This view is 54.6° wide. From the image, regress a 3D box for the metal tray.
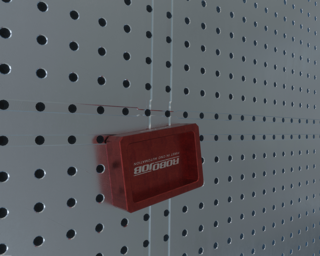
[{"bbox_3d":[-0.001,0.046,0.403,0.131,0.030,0.090,-10,97,-39],"label":"metal tray"}]
